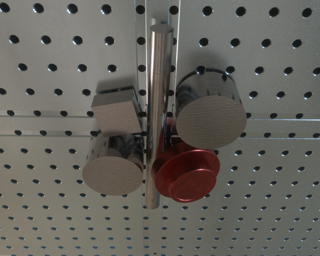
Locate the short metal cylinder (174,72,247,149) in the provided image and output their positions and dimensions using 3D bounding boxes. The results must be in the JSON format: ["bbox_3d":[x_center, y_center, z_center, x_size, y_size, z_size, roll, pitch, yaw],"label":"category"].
[{"bbox_3d":[0.059,-0.020,0.373,0.081,0.050,0.079,0,130,0],"label":"short metal cylinder"}]

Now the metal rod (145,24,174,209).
[{"bbox_3d":[-0.005,0.011,0.415,0.025,0.025,0.298,2,130,-2],"label":"metal rod"}]

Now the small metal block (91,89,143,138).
[{"bbox_3d":[-0.053,-0.018,0.391,0.050,0.025,0.050,-9,130,7],"label":"small metal block"}]

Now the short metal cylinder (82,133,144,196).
[{"bbox_3d":[-0.063,0.049,0.431,0.081,0.050,0.079,0,130,0],"label":"short metal cylinder"}]

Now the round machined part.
[{"bbox_3d":[0.040,0.068,0.438,0.099,0.042,0.097,-11,131,-12],"label":"round machined part"}]
